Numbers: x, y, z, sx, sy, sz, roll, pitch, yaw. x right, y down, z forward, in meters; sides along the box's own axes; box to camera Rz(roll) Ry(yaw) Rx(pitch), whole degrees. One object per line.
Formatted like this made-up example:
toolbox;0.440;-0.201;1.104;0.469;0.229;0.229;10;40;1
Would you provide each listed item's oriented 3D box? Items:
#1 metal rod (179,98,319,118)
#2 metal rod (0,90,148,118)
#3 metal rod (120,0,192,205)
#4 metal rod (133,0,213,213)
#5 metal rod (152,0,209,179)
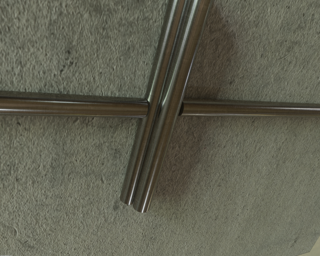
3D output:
metal rod;0.157;-0.029;0.479;0.303;0.025;0.025;-1;119;-29
metal rod;-0.153;-0.025;0.310;0.303;0.025;0.025;0;118;-29
metal rod;-0.009;-0.028;0.389;0.025;0.025;0.298;1;118;-29
metal rod;0.010;-0.019;0.377;0.025;0.025;0.298;1;118;-29
metal rod;0.011;-0.023;0.403;0.025;0.025;0.298;1;118;-29
